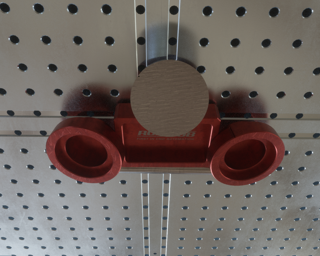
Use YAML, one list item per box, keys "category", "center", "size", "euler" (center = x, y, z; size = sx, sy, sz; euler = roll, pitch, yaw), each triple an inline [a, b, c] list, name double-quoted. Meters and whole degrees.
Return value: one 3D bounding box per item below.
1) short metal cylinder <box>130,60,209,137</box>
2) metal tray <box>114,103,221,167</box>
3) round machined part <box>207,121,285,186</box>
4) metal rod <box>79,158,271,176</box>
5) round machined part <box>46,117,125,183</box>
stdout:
- category: "short metal cylinder"
  center: [0.010, -0.035, 0.341]
  size: [0.081, 0.050, 0.079]
  euler: [0, 104, 0]
- category: "metal tray"
  center: [0.008, 0.012, 0.413]
  size: [0.131, 0.030, 0.089]
  euler: [0, 131, -1]
- category: "round machined part"
  center: [0.110, 0.029, 0.415]
  size: [0.099, 0.042, 0.097]
  euler: [-5, 129, -6]
- category: "metal rod"
  center: [0.010, 0.055, 0.453]
  size: [0.302, 0.025, 0.025]
  euler: [1, 130, -2]
- category: "round machined part"
  center: [-0.094, 0.025, 0.409]
  size: [0.099, 0.042, 0.097]
  euler: [5, 128, 6]
